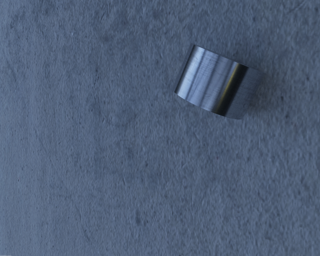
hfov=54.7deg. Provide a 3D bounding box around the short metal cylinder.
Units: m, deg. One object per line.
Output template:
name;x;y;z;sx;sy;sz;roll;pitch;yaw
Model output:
short metal cylinder;0.059;-0.049;0.319;0.080;0.081;0.050;34;111;34
